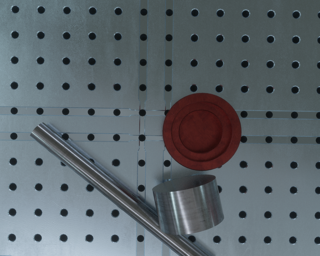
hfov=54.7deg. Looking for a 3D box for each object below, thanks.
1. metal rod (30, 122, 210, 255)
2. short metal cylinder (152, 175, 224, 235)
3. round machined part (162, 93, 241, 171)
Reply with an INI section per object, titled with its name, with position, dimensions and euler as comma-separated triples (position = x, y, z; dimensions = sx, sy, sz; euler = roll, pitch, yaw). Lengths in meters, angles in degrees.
[metal rod]
position = -0.046, 0.097, 0.412
dimensions = 0.300, 0.025, 0.025
euler = 39, 90, -1
[short metal cylinder]
position = 0.035, 0.093, 0.386
dimensions = 0.080, 0.080, 0.050
euler = -12, 90, 0
[round machined part]
position = 0.052, 0.005, 0.406
dimensions = 0.099, 0.042, 0.097
euler = 0, 90, -1
